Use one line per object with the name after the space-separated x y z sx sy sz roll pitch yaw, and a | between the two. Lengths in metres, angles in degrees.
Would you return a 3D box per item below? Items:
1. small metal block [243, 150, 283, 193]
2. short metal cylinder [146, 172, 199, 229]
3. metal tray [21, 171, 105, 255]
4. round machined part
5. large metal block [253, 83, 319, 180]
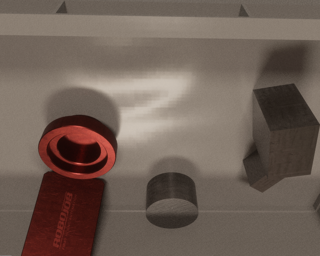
0.150 0.055 0.442 0.025 0.050 0.050 29 124 -23 | small metal block
0.018 0.116 0.492 0.081 0.050 0.079 0 130 0 | short metal cylinder
-0.139 0.136 0.454 0.091 0.130 0.030 12 155 -11 | metal tray
-0.106 0.021 0.414 0.099 0.042 0.097 -1 130 0 | round machined part
0.148 0.004 0.379 0.050 0.080 0.080 -8 130 7 | large metal block
